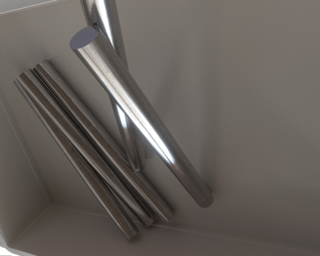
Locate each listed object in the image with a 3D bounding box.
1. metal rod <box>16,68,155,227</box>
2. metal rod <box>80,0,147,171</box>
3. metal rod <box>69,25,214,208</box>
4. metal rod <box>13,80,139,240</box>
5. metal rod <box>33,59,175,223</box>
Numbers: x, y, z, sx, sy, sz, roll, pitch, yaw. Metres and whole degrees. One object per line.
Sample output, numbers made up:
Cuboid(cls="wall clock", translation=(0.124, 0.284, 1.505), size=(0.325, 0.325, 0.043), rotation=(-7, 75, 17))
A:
Cuboid(cls="metal rod", translation=(-0.104, 0.039, 0.473), size=(0.025, 0.025, 0.300), rotation=(-25, 110, 37))
Cuboid(cls="metal rod", translation=(-0.039, -0.025, 0.334), size=(0.025, 0.025, 0.299), rotation=(21, 152, 15))
Cuboid(cls="metal rod", translation=(0.005, 0.018, 0.331), size=(0.025, 0.025, 0.300), rotation=(0, 146, 28))
Cuboid(cls="metal rod", translation=(-0.129, 0.047, 0.484), size=(0.025, 0.025, 0.299), rotation=(-32, 94, 38))
Cuboid(cls="metal rod", translation=(-0.079, 0.025, 0.465), size=(0.025, 0.025, 0.300), rotation=(-32, 101, 38))
